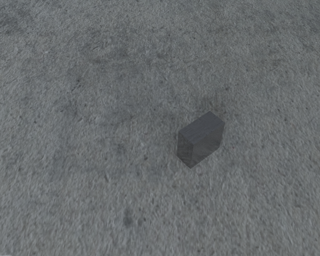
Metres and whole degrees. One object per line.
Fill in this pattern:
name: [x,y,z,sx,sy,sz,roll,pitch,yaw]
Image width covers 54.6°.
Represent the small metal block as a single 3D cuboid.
small metal block: [0.048,0.015,0.375,0.050,0.050,0.025,-32,57,-24]
